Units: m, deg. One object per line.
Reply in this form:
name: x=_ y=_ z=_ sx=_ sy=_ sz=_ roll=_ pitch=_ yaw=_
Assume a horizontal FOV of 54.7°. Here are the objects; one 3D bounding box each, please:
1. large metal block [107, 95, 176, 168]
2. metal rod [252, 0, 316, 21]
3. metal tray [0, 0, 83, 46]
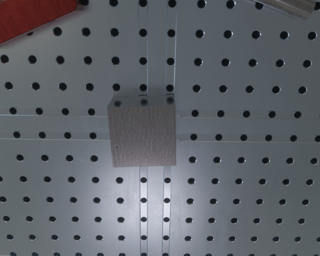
large metal block: x=-0.021 y=0.003 z=0.401 sx=0.081 sy=0.050 sz=0.079 roll=-2 pitch=110 yaw=0
metal rod: x=0.033 y=-0.186 z=0.345 sx=0.302 sy=0.025 sz=0.025 roll=19 pitch=109 yaw=-7
metal tray: x=-0.168 y=-0.154 z=0.352 sx=0.130 sy=0.030 sz=0.090 roll=-21 pitch=109 yaw=7
